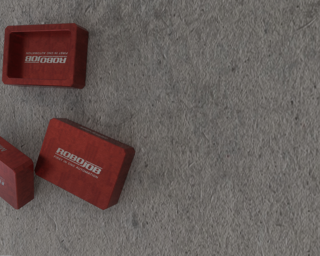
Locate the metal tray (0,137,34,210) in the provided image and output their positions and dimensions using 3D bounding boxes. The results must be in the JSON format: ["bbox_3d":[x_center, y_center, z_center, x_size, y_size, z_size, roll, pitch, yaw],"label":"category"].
[{"bbox_3d":[-0.250,0.055,0.472,0.130,0.030,0.089,31,129,18],"label":"metal tray"}]

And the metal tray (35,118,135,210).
[{"bbox_3d":[-0.110,0.048,0.445,0.130,0.030,0.089,22,97,18],"label":"metal tray"}]

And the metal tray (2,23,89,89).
[{"bbox_3d":[-0.175,-0.107,0.467,0.130,0.030,0.089,5,92,19],"label":"metal tray"}]
